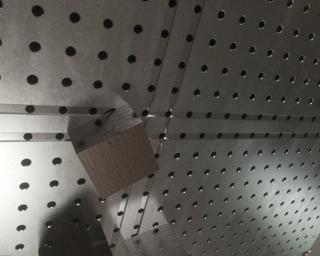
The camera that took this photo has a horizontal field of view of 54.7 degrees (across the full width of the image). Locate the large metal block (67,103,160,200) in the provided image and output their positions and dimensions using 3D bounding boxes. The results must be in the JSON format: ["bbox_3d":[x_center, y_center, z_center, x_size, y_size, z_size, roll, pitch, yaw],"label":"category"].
[{"bbox_3d":[-0.056,0.029,0.384,0.080,0.050,0.080,-27,128,-12],"label":"large metal block"}]

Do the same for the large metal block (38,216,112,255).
[{"bbox_3d":[-0.114,0.186,0.429,0.080,0.080,0.050,-39,130,-2],"label":"large metal block"}]

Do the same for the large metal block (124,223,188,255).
[{"bbox_3d":[-0.005,0.216,0.508,0.081,0.080,0.050,-14,125,-21],"label":"large metal block"}]
